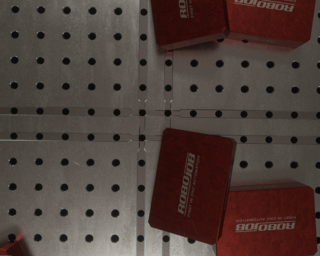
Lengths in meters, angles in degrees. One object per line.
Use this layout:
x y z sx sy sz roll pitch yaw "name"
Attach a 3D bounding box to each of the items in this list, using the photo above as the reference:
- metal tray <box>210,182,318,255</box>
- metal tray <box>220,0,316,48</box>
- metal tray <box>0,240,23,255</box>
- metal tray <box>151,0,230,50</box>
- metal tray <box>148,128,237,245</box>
0.136 0.123 0.413 0.131 0.030 0.089 -3 90 -1 "metal tray"
0.135 -0.163 0.413 0.131 0.030 0.089 8 90 -1 "metal tray"
-0.239 0.217 0.407 0.131 0.030 0.090 -23 90 -1 "metal tray"
0.035 -0.174 0.395 0.090 0.030 0.129 -7 90 22 "metal tray"
0.041 0.070 0.395 0.090 0.030 0.129 9 90 22 "metal tray"
